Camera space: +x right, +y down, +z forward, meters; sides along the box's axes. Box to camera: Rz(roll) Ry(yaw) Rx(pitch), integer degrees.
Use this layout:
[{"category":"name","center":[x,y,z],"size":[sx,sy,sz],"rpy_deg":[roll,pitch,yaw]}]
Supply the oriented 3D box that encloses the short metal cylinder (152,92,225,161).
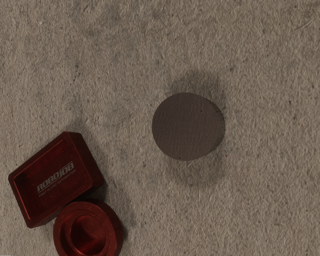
[{"category":"short metal cylinder","center":[0.037,-0.002,0.382],"size":[0.080,0.050,0.079],"rpy_deg":[0,90,19]}]

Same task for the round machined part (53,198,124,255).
[{"category":"round machined part","center":[-0.095,0.146,0.432],"size":[0.098,0.042,0.097],"rpy_deg":[0,90,19]}]

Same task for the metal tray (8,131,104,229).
[{"category":"metal tray","center":[-0.155,0.076,0.454],"size":[0.130,0.030,0.090],"rpy_deg":[-35,73,16]}]
